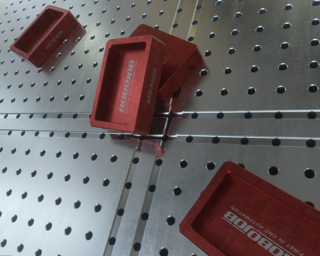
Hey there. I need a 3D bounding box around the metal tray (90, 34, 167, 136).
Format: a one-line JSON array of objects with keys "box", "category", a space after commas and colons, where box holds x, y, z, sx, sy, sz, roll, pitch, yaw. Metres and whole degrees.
[{"box": [-0.046, -0.059, 0.430, 0.090, 0.030, 0.129, 7, 84, 39], "category": "metal tray"}]

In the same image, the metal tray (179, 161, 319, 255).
[{"box": [0.094, 0.100, 0.293, 0.130, 0.030, 0.090, 30, 78, 37], "category": "metal tray"}]

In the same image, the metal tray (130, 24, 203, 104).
[{"box": [-0.011, -0.102, 0.472, 0.130, 0.030, 0.090, 35, 81, 38], "category": "metal tray"}]

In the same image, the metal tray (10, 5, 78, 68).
[{"box": [-0.244, -0.195, 0.649, 0.090, 0.030, 0.130, 29, 77, 37], "category": "metal tray"}]
